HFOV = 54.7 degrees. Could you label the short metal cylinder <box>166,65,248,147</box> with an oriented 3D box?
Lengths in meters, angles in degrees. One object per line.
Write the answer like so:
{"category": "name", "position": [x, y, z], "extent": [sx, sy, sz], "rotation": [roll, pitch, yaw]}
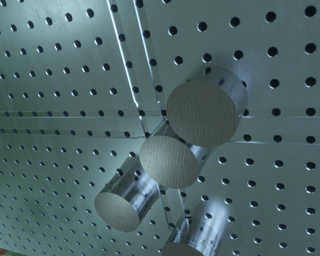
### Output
{"category": "short metal cylinder", "position": [0.054, -0.025, 0.350], "extent": [0.080, 0.050, 0.079], "rotation": [13, 124, 20]}

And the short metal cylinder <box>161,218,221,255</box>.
{"category": "short metal cylinder", "position": [0.049, 0.190, 0.485], "extent": [0.080, 0.050, 0.079], "rotation": [13, 124, 20]}

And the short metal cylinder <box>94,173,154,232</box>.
{"category": "short metal cylinder", "position": [-0.057, 0.119, 0.497], "extent": [0.080, 0.050, 0.079], "rotation": [13, 124, 20]}

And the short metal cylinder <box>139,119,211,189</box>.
{"category": "short metal cylinder", "position": [0.020, 0.032, 0.403], "extent": [0.080, 0.050, 0.079], "rotation": [13, 124, 20]}
